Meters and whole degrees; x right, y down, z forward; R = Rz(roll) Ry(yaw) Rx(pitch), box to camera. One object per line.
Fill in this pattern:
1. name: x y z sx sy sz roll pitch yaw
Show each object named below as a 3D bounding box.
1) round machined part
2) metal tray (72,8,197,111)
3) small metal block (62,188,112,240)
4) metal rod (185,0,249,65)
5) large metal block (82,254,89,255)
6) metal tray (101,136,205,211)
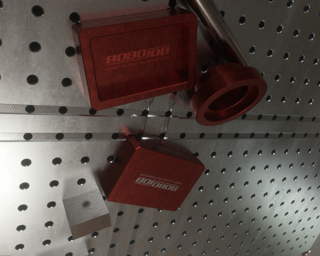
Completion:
1. round machined part: 0.084 -0.047 0.402 0.099 0.042 0.098 -18 153 -9
2. metal tray: -0.023 -0.078 0.348 0.131 0.030 0.089 -16 125 -20
3. small metal block: -0.098 0.113 0.413 0.050 0.050 0.025 -16 125 -20
4. metal rod: 0.022 -0.163 0.323 0.025 0.025 0.300 -46 130 4
5. large metal block: -0.141 0.252 0.475 0.081 0.050 0.079 -10 123 -23
6. metal tray: -0.007 0.070 0.449 0.131 0.030 0.090 20 108 -36
